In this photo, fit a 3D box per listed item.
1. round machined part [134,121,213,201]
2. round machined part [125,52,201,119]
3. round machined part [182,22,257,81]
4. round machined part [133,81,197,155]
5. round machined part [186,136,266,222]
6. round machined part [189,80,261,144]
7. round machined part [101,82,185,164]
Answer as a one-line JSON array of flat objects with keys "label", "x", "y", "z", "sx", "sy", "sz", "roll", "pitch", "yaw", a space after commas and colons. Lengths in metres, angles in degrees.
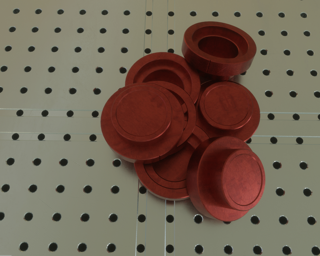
[{"label": "round machined part", "x": 0.018, "y": 0.041, "z": 0.388, "sx": 0.099, "sy": 0.042, "sz": 0.098, "roll": 0, "pitch": 70, "yaw": 0}, {"label": "round machined part", "x": 0.004, "y": -0.050, "z": 0.421, "sx": 0.099, "sy": 0.042, "sz": 0.098, "roll": 0, "pitch": 70, "yaw": 0}, {"label": "round machined part", "x": 0.078, "y": -0.102, "z": 0.429, "sx": 0.099, "sy": 0.042, "sz": 0.098, "roll": 4, "pitch": 49, "yaw": -5}, {"label": "round machined part", "x": -0.003, "y": -0.009, "z": 0.406, "sx": 0.099, "sy": 0.042, "sz": 0.098, "roll": 0, "pitch": 70, "yaw": 0}, {"label": "round machined part", "x": 0.082, "y": 0.058, "z": 0.356, "sx": 0.099, "sy": 0.042, "sz": 0.098, "roll": 3, "pitch": 84, "yaw": -32}, {"label": "round machined part", "x": 0.084, "y": -0.022, "z": 0.411, "sx": 0.099, "sy": 0.042, "sz": 0.098, "roll": 0, "pitch": 70, "yaw": 0}, {"label": "round machined part", "x": -0.020, "y": -0.010, "z": 0.361, "sx": 0.099, "sy": 0.042, "sz": 0.098, "roll": 0, "pitch": 70, "yaw": 0}]
